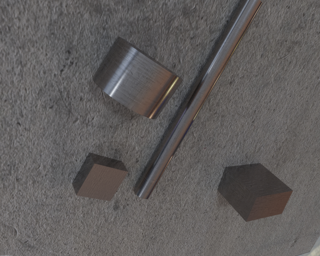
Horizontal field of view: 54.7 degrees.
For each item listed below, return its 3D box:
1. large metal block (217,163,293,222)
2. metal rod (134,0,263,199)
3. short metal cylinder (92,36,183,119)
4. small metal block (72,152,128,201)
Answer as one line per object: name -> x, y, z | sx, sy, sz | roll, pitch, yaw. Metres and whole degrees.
large metal block -> 0.159, 0.106, 0.527 | 0.081, 0.080, 0.050 | -2, 119, -28
metal rod -> 0.043, -0.030, 0.413 | 0.025, 0.025, 0.298 | 18, 109, -36
short metal cylinder -> -0.023, -0.053, 0.327 | 0.080, 0.080, 0.050 | 26, 104, -38
small metal block -> -0.078, 0.065, 0.405 | 0.050, 0.025, 0.050 | 21, 107, -37
